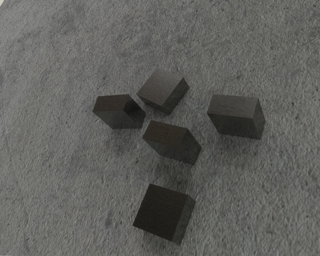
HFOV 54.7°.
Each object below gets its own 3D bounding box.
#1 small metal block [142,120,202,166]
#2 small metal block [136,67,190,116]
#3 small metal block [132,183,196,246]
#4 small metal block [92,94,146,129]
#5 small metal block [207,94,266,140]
[{"bbox_3d":[0.015,0.018,0.369,0.050,0.050,0.025,14,69,33],"label":"small metal block"},{"bbox_3d":[0.004,-0.052,0.434,0.050,0.025,0.050,29,77,37],"label":"small metal block"},{"bbox_3d":[0.005,0.095,0.343,0.050,0.025,0.050,10,67,32],"label":"small metal block"},{"bbox_3d":[-0.056,-0.021,0.430,0.050,0.050,0.025,-1,62,28],"label":"small metal block"},{"bbox_3d":[0.087,-0.012,0.350,0.050,0.050,0.025,9,66,32],"label":"small metal block"}]
